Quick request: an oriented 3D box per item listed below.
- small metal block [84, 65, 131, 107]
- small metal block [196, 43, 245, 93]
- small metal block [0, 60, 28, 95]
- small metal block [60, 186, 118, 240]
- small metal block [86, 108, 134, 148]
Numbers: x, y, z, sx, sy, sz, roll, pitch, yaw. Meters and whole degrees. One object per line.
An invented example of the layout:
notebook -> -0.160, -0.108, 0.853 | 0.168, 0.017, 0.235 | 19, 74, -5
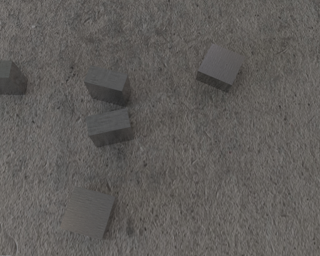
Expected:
small metal block -> -0.068, -0.055, 0.414 | 0.050, 0.050, 0.025 | 15, 71, 5
small metal block -> 0.086, -0.085, 0.440 | 0.050, 0.025, 0.050 | 25, 72, 8
small metal block -> -0.215, -0.067, 0.418 | 0.050, 0.050, 0.025 | 1, 70, 0
small metal block -> -0.083, 0.102, 0.370 | 0.050, 0.025, 0.050 | 14, 71, 5
small metal block -> -0.062, 0.001, 0.394 | 0.050, 0.050, 0.025 | -12, 71, -5
